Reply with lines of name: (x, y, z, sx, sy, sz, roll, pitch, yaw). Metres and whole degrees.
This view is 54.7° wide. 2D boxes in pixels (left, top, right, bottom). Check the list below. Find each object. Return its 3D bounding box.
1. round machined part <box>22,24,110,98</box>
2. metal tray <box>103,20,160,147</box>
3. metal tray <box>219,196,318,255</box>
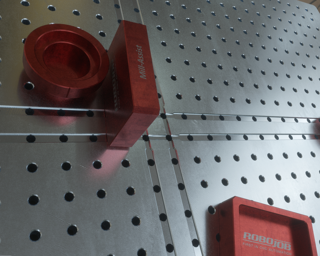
round machined part: (-0.116, -0.077, 0.383, 0.099, 0.042, 0.098, 14, 56, -21)
metal tray: (-0.040, -0.053, 0.378, 0.030, 0.090, 0.130, 5, 59, -26)
metal tray: (0.138, 0.146, 0.392, 0.131, 0.030, 0.090, 18, 54, -18)
